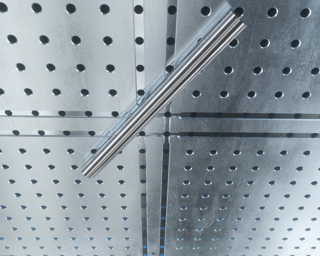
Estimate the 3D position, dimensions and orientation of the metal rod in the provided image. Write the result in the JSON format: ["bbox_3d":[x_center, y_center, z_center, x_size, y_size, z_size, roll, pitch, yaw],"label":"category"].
[{"bbox_3d":[-0.013,-0.024,0.390,0.025,0.025,0.299,31,123,-24],"label":"metal rod"}]
